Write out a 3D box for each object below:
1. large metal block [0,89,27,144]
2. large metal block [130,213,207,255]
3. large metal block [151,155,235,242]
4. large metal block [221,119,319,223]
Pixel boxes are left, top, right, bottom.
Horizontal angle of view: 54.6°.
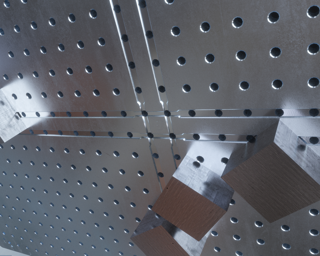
[{"bbox_3d":[-0.298,-0.012,0.546,0.080,0.050,0.080,-16,110,34],"label":"large metal block"},{"bbox_3d":[0.014,0.177,0.498,0.080,0.050,0.080,49,129,-6],"label":"large metal block"},{"bbox_3d":[0.046,0.098,0.432,0.080,0.050,0.080,33,129,7],"label":"large metal block"},{"bbox_3d":[0.132,0.051,0.357,0.080,0.050,0.080,43,129,-2],"label":"large metal block"}]
